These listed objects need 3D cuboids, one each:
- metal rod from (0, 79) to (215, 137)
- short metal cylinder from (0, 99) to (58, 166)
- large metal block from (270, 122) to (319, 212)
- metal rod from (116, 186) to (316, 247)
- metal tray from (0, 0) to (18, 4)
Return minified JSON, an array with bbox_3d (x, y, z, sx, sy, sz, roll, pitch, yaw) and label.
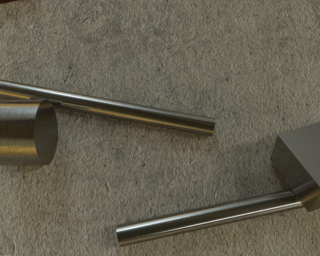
[{"bbox_3d":[-0.078,-0.028,0.417,0.302,0.025,0.025,11,70,3],"label":"metal rod"},{"bbox_3d":[-0.162,0.006,0.375,0.050,0.080,0.080,-1,70,-1],"label":"short metal cylinder"},{"bbox_3d":[0.192,0.041,0.366,0.081,0.050,0.080,-16,48,-9],"label":"large metal block"},{"bbox_3d":[0.100,0.098,0.373,0.302,0.025,0.025,-11,71,-5],"label":"metal rod"},{"bbox_3d":[-0.254,-0.263,0.498,0.091,0.030,0.130,-14,71,-6],"label":"metal tray"}]
